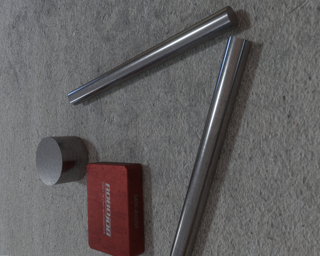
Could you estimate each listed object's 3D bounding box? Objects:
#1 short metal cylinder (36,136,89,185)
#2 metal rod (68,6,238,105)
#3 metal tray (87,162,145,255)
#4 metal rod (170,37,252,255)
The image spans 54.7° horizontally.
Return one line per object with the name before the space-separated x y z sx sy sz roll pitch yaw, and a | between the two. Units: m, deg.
short metal cylinder | -0.167 0.054 0.526 0.080 0.050 0.079 0 90 40
metal rod | -0.033 -0.086 0.431 0.299 0.025 0.025 -18 79 38
metal tray | -0.067 0.117 0.458 0.090 0.030 0.129 -3 88 40
metal rod | 0.052 0.047 0.362 0.025 0.025 0.298 22 104 38
